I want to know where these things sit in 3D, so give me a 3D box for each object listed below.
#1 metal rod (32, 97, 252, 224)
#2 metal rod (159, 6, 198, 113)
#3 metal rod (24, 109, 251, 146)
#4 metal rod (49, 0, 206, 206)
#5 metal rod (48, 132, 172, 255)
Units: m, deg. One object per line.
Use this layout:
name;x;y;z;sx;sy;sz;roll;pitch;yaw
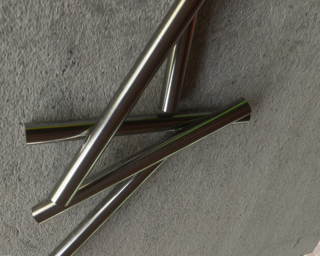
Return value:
metal rod;-0.021;0.040;0.398;0.301;0.025;0.025;-28;128;-3
metal rod;0.035;-0.156;0.329;0.025;0.025;0.298;-4;120;-27
metal rod;-0.009;-0.006;0.397;0.303;0.025;0.025;-5;121;-26
metal rod;-0.033;-0.038;0.331;0.025;0.025;0.299;27;104;-37
metal rod;-0.079;0.117;0.435;0.300;0.025;0.025;-46;129;4
